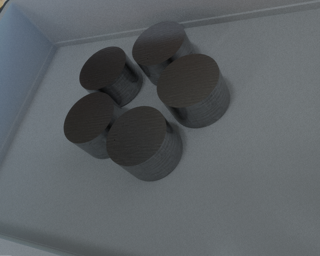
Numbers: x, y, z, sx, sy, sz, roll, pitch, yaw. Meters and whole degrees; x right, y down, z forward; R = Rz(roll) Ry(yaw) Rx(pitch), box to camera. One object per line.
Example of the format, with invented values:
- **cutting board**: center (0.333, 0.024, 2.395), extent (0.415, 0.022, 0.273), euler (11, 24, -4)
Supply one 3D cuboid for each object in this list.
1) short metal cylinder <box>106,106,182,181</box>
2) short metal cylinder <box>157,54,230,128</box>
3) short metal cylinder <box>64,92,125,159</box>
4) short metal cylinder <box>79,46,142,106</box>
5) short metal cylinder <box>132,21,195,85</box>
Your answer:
- **short metal cylinder**: center (-0.019, 0.020, 0.385), extent (0.080, 0.050, 0.080), euler (-13, 56, 21)
- **short metal cylinder**: center (0.043, -0.047, 0.393), extent (0.080, 0.050, 0.080), euler (-13, 56, 21)
- **short metal cylinder**: center (-0.086, -0.003, 0.434), extent (0.080, 0.050, 0.080), euler (-13, 56, 21)
- **short metal cylinder**: center (-0.074, -0.077, 0.474), extent (0.080, 0.050, 0.080), euler (-13, 56, 21)
- **short metal cylinder**: center (0.007, -0.107, 0.449), extent (0.080, 0.050, 0.080), euler (-13, 56, 21)
